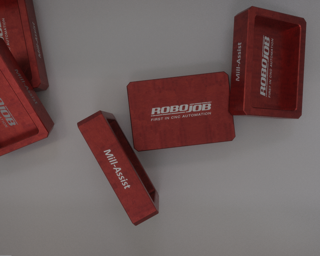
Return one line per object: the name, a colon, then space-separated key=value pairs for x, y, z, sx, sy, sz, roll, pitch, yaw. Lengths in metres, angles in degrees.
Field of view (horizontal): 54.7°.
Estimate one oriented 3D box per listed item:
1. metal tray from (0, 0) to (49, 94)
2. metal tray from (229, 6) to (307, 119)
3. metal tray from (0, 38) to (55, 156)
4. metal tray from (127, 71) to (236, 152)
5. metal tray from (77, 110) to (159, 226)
metal tray: x=-0.207 y=-0.107 z=0.406 sx=0.091 sy=0.030 sz=0.129 roll=-11 pitch=90 yaw=0
metal tray: x=0.138 y=-0.078 z=0.394 sx=0.091 sy=0.030 sz=0.129 roll=3 pitch=90 yaw=-22
metal tray: x=-0.204 y=-0.033 z=0.378 sx=0.090 sy=0.030 sz=0.129 roll=-22 pitch=114 yaw=5
metal tray: x=0.027 y=-0.021 z=0.409 sx=0.131 sy=0.030 sz=0.089 roll=-7 pitch=90 yaw=0
metal tray: x=-0.046 y=0.044 z=0.378 sx=0.030 sy=0.090 sz=0.130 roll=-29 pitch=90 yaw=0
